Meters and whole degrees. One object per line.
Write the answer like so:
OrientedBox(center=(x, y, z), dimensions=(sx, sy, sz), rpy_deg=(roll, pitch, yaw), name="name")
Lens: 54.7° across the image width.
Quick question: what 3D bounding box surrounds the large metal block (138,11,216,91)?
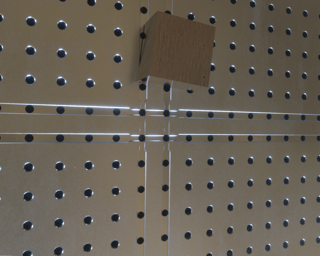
OrientedBox(center=(0.021, -0.097, 0.408), dimensions=(0.081, 0.050, 0.080), rpy_deg=(8, 87, -20), name="large metal block")
